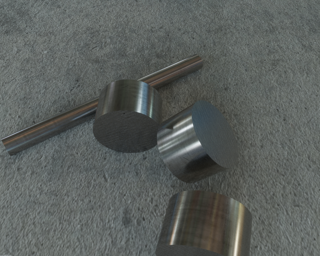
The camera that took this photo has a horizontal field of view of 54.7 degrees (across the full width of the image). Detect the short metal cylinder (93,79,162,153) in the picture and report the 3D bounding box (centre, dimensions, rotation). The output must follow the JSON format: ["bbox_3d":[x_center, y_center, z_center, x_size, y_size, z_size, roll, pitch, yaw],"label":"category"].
[{"bbox_3d":[-0.037,-0.013,0.378,0.080,0.080,0.050,1,50,1],"label":"short metal cylinder"}]

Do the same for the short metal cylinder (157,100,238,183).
[{"bbox_3d":[0.043,0.016,0.347,0.080,0.050,0.080,30,44,-34],"label":"short metal cylinder"}]

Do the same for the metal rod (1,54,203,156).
[{"bbox_3d":[-0.065,-0.041,0.436,0.302,0.025,0.025,-27,55,-21],"label":"metal rod"}]

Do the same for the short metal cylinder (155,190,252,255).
[{"bbox_3d":[0.041,0.100,0.284,0.080,0.080,0.050,11,51,9],"label":"short metal cylinder"}]
